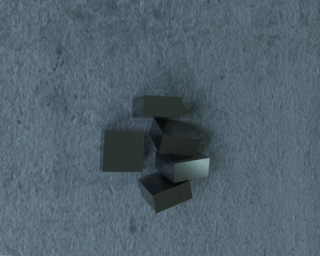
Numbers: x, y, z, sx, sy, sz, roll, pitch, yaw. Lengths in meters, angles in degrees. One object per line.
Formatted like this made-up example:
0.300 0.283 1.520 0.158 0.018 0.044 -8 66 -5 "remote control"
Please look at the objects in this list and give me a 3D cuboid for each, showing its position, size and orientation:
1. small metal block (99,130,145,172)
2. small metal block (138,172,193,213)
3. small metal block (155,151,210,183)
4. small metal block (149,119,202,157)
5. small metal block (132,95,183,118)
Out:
-0.048 0.029 0.392 0.050 0.025 0.050 4 89 -20 "small metal block"
0.006 0.078 0.397 0.050 0.050 0.025 -18 110 -20 "small metal block"
0.028 0.046 0.402 0.050 0.050 0.025 -6 107 -27 "small metal block"
0.018 0.011 0.401 0.050 0.050 0.025 8 113 -20 "small metal block"
-0.005 -0.026 0.395 0.050 0.050 0.025 1 90 -20 "small metal block"
